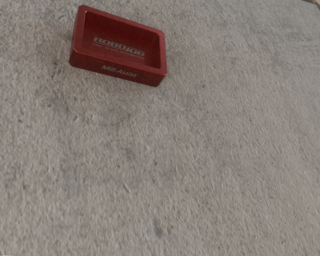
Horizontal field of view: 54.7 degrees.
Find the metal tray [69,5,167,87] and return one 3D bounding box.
[{"bbox_3d":[-0.056,-0.115,0.441,0.131,0.030,0.090,11,57,-23],"label":"metal tray"}]
